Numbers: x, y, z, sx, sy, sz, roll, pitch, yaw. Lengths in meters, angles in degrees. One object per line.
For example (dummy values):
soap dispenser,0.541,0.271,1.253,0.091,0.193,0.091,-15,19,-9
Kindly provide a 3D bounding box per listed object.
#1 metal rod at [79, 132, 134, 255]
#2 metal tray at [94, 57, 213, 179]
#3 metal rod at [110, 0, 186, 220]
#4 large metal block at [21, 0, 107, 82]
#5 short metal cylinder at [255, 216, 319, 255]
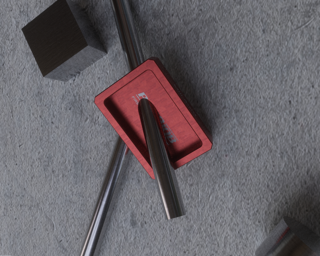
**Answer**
metal rod,-0.090,0.145,0.439,0.025,0.025,0.298,21,97,18
metal tray,-0.006,-0.010,0.384,0.090,0.030,0.130,-33,100,16
metal rod,-0.019,-0.037,0.393,0.025,0.025,0.299,-20,76,18
large metal block,-0.136,-0.124,0.442,0.080,0.050,0.080,-30,81,17
short metal cylinder,0.150,0.140,0.327,0.080,0.080,0.050,37,102,16
